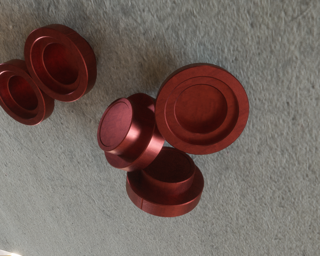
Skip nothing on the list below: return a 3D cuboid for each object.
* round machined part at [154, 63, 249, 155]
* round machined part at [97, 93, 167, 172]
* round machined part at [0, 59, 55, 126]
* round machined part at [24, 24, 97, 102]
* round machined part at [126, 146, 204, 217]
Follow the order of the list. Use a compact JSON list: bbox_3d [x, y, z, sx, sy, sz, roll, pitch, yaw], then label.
[{"bbox_3d":[0.044,-0.023,0.342,0.099,0.042,0.097,0,110,1],"label":"round machined part"},{"bbox_3d":[-0.040,0.001,0.378,0.098,0.098,0.042,-27,142,37],"label":"round machined part"},{"bbox_3d":[-0.197,-0.056,0.462,0.098,0.042,0.097,13,124,20],"label":"round machined part"},{"bbox_3d":[-0.123,-0.087,0.405,0.098,0.042,0.097,13,124,20],"label":"round machined part"},{"bbox_3d":[0.007,0.060,0.391,0.098,0.098,0.042,20,126,16],"label":"round machined part"}]
